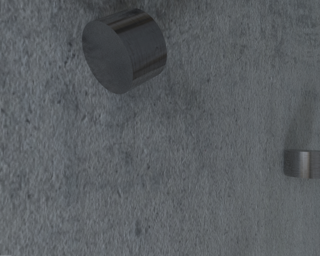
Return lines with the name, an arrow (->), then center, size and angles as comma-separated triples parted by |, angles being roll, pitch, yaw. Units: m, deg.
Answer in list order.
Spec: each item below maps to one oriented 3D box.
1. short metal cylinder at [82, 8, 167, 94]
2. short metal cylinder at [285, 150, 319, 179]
short metal cylinder -> -0.039, -0.083, 0.337 | 0.050, 0.080, 0.080 | -35, 112, -35
short metal cylinder -> 0.291, 0.070, 0.617 | 0.081, 0.080, 0.050 | 1, 90, -40
